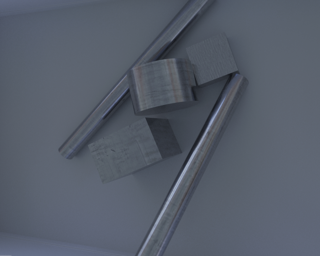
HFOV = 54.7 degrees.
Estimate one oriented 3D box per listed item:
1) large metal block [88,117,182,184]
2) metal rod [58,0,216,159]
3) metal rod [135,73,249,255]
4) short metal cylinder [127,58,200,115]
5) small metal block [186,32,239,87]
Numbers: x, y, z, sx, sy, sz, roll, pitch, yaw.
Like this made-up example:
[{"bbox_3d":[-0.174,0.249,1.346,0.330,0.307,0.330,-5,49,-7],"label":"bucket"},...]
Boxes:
[{"bbox_3d":[-0.028,0.027,0.390,0.080,0.080,0.050,-25,82,18],"label":"large metal block"},{"bbox_3d":[-0.038,-0.067,0.422,0.299,0.025,0.025,-46,76,14],"label":"metal rod"},{"bbox_3d":[0.025,0.066,0.335,0.025,0.025,0.300,24,72,18],"label":"metal rod"},{"bbox_3d":[0.004,-0.048,0.379,0.080,0.080,0.050,-12,86,19],"label":"short metal cylinder"},{"bbox_3d":[0.066,-0.084,0.387,0.050,0.025,0.050,-19,84,18],"label":"small metal block"}]
